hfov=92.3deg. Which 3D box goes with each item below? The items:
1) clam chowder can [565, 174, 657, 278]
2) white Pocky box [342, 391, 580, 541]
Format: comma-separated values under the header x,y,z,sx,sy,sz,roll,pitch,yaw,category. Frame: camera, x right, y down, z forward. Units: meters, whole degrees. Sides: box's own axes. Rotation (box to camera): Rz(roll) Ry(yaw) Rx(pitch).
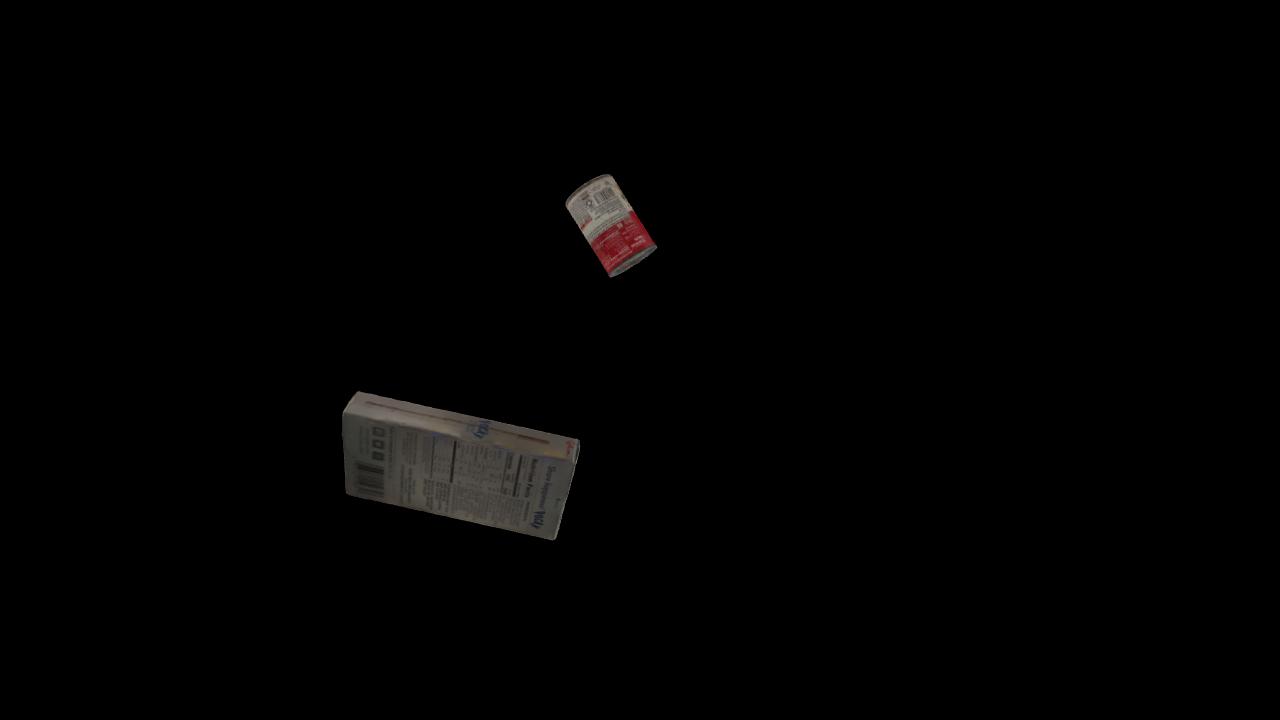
x,y,z,sx,sy,sz,roll,pitch,yaw,category
-0.035,-0.159,0.730,0.068,0.102,0.068,-33,1,1,clam chowder can
-0.125,0.076,0.429,0.154,0.084,0.028,14,34,-5,white Pocky box
